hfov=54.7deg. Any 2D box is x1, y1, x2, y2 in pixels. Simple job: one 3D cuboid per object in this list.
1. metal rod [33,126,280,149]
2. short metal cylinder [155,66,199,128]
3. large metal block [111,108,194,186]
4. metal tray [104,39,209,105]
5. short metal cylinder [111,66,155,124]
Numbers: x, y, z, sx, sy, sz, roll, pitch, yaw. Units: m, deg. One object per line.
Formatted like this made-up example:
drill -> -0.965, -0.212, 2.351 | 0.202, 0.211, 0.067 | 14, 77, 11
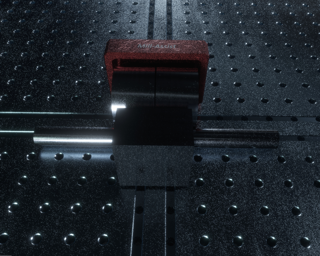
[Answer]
metal rod -> -0.004, 0.012, 0.392 | 0.302, 0.025, 0.025 | 1, 50, 0
short metal cylinder -> 0.021, -0.039, 0.401 | 0.050, 0.080, 0.080 | 1, 50, 1
large metal block -> -0.006, 0.023, 0.347 | 0.081, 0.080, 0.050 | 1, 50, 0
metal tray -> -0.004, -0.074, 0.423 | 0.131, 0.089, 0.030 | 1, 50, 0
short metal cylinder -> -0.031, -0.040, 0.401 | 0.050, 0.080, 0.080 | 1, 50, 0
